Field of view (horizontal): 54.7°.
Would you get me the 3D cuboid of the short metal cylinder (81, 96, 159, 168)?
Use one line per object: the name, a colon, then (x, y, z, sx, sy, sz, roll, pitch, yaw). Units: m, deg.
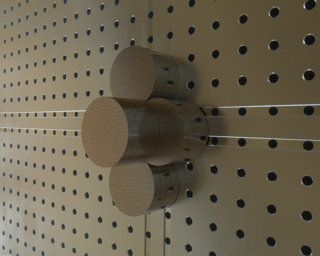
short metal cylinder: (-0.048, 0.004, 0.366, 0.080, 0.050, 0.079, 0, 90, 40)

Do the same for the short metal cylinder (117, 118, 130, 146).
short metal cylinder: (-0.053, 0.004, 0.437, 0.080, 0.050, 0.079, 0, 90, 40)

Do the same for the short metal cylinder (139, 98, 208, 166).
short metal cylinder: (0.012, 0.004, 0.383, 0.080, 0.050, 0.080, 0, 90, 40)

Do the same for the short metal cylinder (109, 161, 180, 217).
short metal cylinder: (-0.022, 0.072, 0.410, 0.080, 0.050, 0.080, -2, 87, 39)

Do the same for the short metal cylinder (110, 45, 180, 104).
short metal cylinder: (-0.021, -0.064, 0.410, 0.080, 0.050, 0.079, 0, 90, 39)
